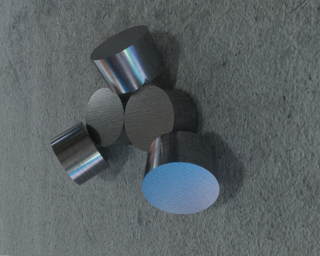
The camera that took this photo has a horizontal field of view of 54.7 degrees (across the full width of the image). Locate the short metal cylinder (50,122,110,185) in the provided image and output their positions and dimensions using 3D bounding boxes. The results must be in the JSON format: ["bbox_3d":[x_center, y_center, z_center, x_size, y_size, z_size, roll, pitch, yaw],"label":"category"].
[{"bbox_3d":[-0.117,0.037,0.459,0.050,0.080,0.080,-32,64,-8],"label":"short metal cylinder"}]

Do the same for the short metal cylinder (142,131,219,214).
[{"bbox_3d":[0.023,0.050,0.343,0.080,0.080,0.050,-44,22,31],"label":"short metal cylinder"}]

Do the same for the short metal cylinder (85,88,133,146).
[{"bbox_3d":[-0.061,-0.015,0.440,0.080,0.050,0.080,0,90,40],"label":"short metal cylinder"}]

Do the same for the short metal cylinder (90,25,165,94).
[{"bbox_3d":[-0.041,-0.088,0.397,0.080,0.080,0.050,2,134,40],"label":"short metal cylinder"}]

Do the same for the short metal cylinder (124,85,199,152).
[{"bbox_3d":[0.001,-0.011,0.389,0.080,0.050,0.080,0,90,40],"label":"short metal cylinder"}]
